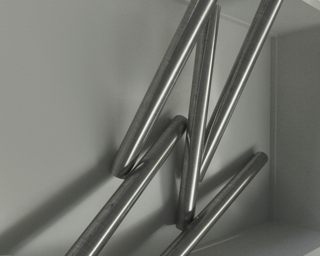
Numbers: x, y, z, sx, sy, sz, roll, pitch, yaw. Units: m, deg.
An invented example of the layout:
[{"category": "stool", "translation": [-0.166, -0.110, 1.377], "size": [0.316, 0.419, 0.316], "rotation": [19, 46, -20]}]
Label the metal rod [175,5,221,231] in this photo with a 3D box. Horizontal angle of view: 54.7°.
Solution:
[{"category": "metal rod", "translation": [0.049, -0.007, 0.413], "size": [0.025, 0.025, 0.298], "rotation": [-2, 102, -40]}]

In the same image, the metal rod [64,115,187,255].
[{"category": "metal rod", "translation": [-0.041, 0.080, 0.333], "size": [0.301, 0.025, 0.025], "rotation": [-51, 121, -41]}]

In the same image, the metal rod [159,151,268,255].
[{"category": "metal rod", "translation": [0.090, 0.110, 0.457], "size": [0.302, 0.025, 0.025], "rotation": [-31, 110, -44]}]

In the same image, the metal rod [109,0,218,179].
[{"category": "metal rod", "translation": [0.017, -0.076, 0.336], "size": [0.025, 0.025, 0.298], "rotation": [17, 106, -39]}]

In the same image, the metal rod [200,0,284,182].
[{"category": "metal rod", "translation": [0.101, -0.061, 0.410], "size": [0.025, 0.025, 0.298], "rotation": [7, 111, -40]}]
